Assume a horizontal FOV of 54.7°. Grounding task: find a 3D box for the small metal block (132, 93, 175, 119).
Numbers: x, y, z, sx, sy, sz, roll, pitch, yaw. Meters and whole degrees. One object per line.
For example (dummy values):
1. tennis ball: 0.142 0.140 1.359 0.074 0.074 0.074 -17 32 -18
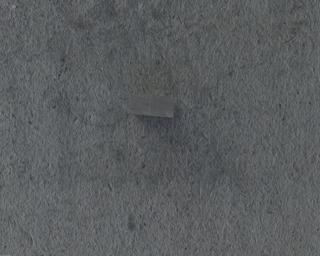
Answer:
1. small metal block: -0.008 -0.027 0.398 0.050 0.050 0.025 5 90 -1
